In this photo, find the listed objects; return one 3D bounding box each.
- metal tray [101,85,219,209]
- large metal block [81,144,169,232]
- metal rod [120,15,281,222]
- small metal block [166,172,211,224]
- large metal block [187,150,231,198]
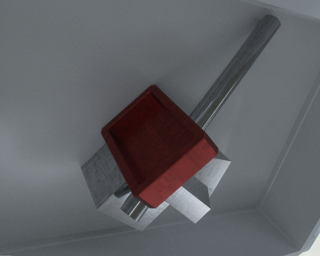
[{"bbox_3d":[-0.008,0.013,0.344,0.090,0.130,0.030,-41,129,1],"label":"metal tray"},{"bbox_3d":[-0.045,0.074,0.395,0.050,0.080,0.080,-45,130,3],"label":"large metal block"},{"bbox_3d":[0.056,-0.022,0.367,0.300,0.025,0.025,-52,131,-13],"label":"metal rod"},{"bbox_3d":[0.029,0.073,0.358,0.050,0.050,0.025,39,106,-8],"label":"small metal block"},{"bbox_3d":[0.038,0.053,0.428,0.050,0.080,0.080,14,111,-35],"label":"large metal block"}]
